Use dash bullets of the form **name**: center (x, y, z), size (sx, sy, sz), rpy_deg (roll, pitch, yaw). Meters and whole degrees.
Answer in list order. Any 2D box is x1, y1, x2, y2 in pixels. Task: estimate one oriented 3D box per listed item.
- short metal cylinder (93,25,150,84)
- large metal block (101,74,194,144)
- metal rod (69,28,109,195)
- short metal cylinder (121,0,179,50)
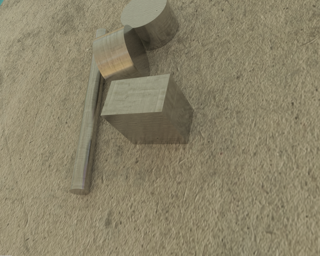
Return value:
- **short metal cylinder**: center (-0.056, -0.106, 0.463), size (0.050, 0.080, 0.080), rpy_deg (-18, 55, 18)
- **large metal block**: center (-0.012, -0.019, 0.387), size (0.080, 0.080, 0.050), rpy_deg (-2, 61, 27)
- **metal rod**: center (-0.105, -0.044, 0.485), size (0.025, 0.025, 0.299), rpy_deg (-13, 56, 21)
- **short metal cylinder**: center (-0.016, -0.174, 0.502), size (0.080, 0.050, 0.080), rpy_deg (-13, 55, 20)
